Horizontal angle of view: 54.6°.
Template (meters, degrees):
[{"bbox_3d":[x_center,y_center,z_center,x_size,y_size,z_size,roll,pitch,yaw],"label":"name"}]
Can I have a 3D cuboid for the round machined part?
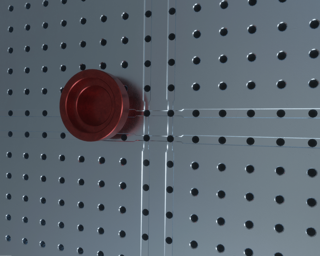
[{"bbox_3d":[-0.087,-0.030,0.435,0.098,0.042,0.097,0,90,20],"label":"round machined part"}]
